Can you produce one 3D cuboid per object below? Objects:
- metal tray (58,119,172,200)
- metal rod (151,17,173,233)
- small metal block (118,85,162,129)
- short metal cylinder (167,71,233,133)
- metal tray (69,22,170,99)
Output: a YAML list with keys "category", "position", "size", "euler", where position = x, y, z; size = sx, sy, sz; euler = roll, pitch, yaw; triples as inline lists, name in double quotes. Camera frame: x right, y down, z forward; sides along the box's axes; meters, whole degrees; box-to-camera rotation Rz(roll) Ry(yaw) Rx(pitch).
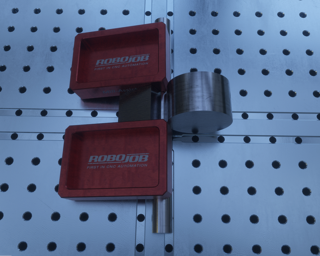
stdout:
- category: "metal tray"
  position: [-0.052, 0.040, 0.376]
  size: [0.131, 0.030, 0.090]
  euler: [-4, 70, 11]
- category: "metal rod"
  position: [0.003, -0.018, 0.414]
  size: [0.025, 0.025, 0.299]
  euler: [0, 70, 0]
- category: "small metal block"
  position: [-0.026, -0.024, 0.405]
  size: [0.050, 0.025, 0.050]
  euler: [-11, 67, 29]
- category: "short metal cylinder"
  position: [0.049, -0.029, 0.390]
  size: [0.081, 0.080, 0.050]
  euler: [0, 70, 0]
- category: "metal tray"
  position: [-0.053, -0.091, 0.423]
  size: [0.131, 0.030, 0.090]
  euler: [-4, 70, 11]
